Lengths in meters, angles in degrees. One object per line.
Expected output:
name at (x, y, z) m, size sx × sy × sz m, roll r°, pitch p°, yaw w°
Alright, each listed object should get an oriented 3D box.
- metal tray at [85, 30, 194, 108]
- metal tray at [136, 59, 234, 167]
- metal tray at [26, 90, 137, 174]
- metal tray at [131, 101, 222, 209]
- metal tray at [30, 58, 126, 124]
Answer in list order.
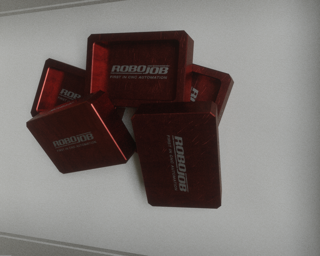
metal tray at (-0.027, -0.070, 0.383) m, size 0.130 × 0.030 × 0.089 m, roll 4°, pitch 91°, yaw 19°
metal tray at (0.029, -0.016, 0.395) m, size 0.090 × 0.030 × 0.129 m, roll 20°, pitch 97°, yaw 18°
metal tray at (-0.104, 0.010, 0.405) m, size 0.130 × 0.030 × 0.090 m, roll -13°, pitch 115°, yaw 34°
metal tray at (0.024, 0.035, 0.363) m, size 0.090 × 0.030 × 0.129 m, roll -2°, pitch 118°, yaw 14°
metal tray at (-0.115, -0.038, 0.444) m, size 0.130 × 0.030 × 0.089 m, roll 21°, pitch 97°, yaw 18°
